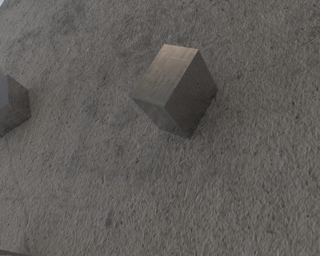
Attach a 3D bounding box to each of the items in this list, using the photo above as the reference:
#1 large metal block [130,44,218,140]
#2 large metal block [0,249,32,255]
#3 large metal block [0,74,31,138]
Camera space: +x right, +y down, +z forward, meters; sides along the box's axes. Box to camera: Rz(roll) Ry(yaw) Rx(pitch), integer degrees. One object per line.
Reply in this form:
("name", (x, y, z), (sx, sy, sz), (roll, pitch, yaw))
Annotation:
("large metal block", (0.021, -0.044, 0.384), (0.050, 0.080, 0.080), (20, 72, 35))
("large metal block", (-0.196, 0.186, 0.358), (0.050, 0.080, 0.080), (-8, 58, 24))
("large metal block", (-0.288, -0.038, 0.563), (0.080, 0.050, 0.080), (-32, 52, 8))
